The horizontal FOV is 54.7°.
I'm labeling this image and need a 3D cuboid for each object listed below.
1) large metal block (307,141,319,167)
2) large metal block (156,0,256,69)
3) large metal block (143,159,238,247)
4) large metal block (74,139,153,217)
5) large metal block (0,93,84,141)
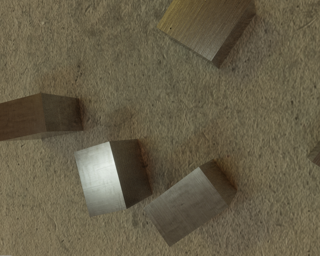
[{"bbox_3d":[0.215,0.023,0.320,0.080,0.050,0.080,35,101,16],"label":"large metal block"},{"bbox_3d":[0.057,-0.131,0.376,0.080,0.050,0.080,37,102,16],"label":"large metal block"},{"bbox_3d":[0.039,0.084,0.366,0.080,0.080,0.050,-40,78,16],"label":"large metal block"},{"bbox_3d":[-0.057,0.060,0.400,0.050,0.080,0.080,-17,84,19],"label":"large metal block"},{"bbox_3d":[-0.169,-0.013,0.440,0.080,0.080,0.050,-10,87,19],"label":"large metal block"}]
